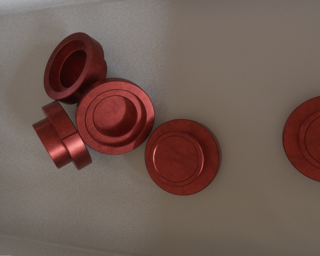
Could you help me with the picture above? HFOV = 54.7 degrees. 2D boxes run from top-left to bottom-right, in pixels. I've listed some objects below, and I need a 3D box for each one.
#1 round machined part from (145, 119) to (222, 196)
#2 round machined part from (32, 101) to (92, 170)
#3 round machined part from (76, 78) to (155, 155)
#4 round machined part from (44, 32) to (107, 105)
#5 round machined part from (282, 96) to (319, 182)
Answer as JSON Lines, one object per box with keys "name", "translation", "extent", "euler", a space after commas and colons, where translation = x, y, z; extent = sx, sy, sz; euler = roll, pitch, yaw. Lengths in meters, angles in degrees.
{"name": "round machined part", "translation": [0.026, 0.037, 0.392], "extent": [0.098, 0.042, 0.097], "euler": [0, 90, 19]}
{"name": "round machined part", "translation": [-0.134, 0.015, 0.415], "extent": [0.042, 0.098, 0.098], "euler": [-31, 78, -19]}
{"name": "round machined part", "translation": [-0.060, -0.018, 0.404], "extent": [0.099, 0.042, 0.097], "euler": [-6, 111, -16]}
{"name": "round machined part", "translation": [-0.112, -0.078, 0.428], "extent": [0.098, 0.042, 0.098], "euler": [-13, 67, 32]}
{"name": "round machined part", "translation": [0.186, 0.012, 0.336], "extent": [0.098, 0.042, 0.097], "euler": [0, 90, 19]}
